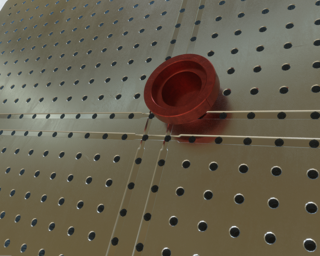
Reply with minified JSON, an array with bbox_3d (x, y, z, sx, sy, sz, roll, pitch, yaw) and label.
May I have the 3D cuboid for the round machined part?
[{"bbox_3d":[0.032,-0.047,0.410,0.098,0.042,0.098,-13,56,21],"label":"round machined part"}]
